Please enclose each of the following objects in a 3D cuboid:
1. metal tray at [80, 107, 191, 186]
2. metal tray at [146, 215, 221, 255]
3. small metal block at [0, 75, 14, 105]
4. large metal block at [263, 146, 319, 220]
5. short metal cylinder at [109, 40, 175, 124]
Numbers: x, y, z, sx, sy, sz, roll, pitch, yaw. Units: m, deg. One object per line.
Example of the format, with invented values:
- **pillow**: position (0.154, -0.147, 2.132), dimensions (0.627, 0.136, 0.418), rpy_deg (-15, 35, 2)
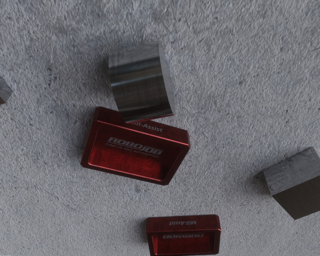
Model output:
- **metal tray**: position (-0.035, 0.029, 0.428), dimensions (0.131, 0.030, 0.089), rpy_deg (15, 129, -13)
- **metal tray**: position (0.044, 0.202, 0.576), dimensions (0.131, 0.030, 0.089), rpy_deg (-3, 130, 2)
- **small metal block**: position (-0.214, -0.049, 0.364), dimensions (0.050, 0.025, 0.050), rpy_deg (-16, 129, 12)
- **large metal block**: position (0.216, 0.085, 0.466), dimensions (0.080, 0.050, 0.080), rpy_deg (-32, 124, 24)
- **short metal cylinder**: position (-0.016, -0.048, 0.330), dimensions (0.050, 0.080, 0.080), rpy_deg (-11, 130, 9)
